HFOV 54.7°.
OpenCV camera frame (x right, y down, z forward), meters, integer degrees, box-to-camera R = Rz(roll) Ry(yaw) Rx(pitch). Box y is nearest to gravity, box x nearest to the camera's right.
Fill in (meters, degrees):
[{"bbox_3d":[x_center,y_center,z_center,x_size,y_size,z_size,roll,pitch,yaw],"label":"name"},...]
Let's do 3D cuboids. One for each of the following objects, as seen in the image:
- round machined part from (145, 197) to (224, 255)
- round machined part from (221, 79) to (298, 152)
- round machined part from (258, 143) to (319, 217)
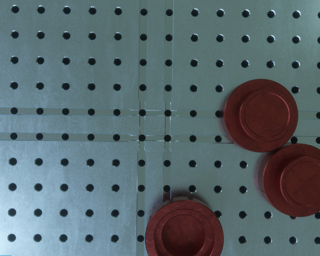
[{"bbox_3d":[0.030,0.138,0.405,0.099,0.042,0.097,0,90,-1],"label":"round machined part"},{"bbox_3d":[0.133,-0.016,0.407,0.099,0.042,0.097,0,90,-1],"label":"round machined part"},{"bbox_3d":[0.184,0.069,0.407,0.099,0.042,0.097,0,90,-1],"label":"round machined part"}]
